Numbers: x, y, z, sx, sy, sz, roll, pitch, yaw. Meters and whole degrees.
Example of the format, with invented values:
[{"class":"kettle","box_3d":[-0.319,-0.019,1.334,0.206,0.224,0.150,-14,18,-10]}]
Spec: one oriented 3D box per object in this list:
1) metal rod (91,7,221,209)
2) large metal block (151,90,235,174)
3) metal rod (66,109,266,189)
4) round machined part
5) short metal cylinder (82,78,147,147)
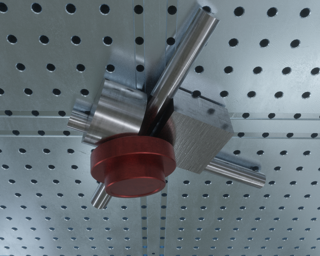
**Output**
[{"class":"metal rod","box_3d":[-0.019,-0.004,0.383,0.025,0.025,0.298,22,119,-18]},{"class":"large metal block","box_3d":[0.034,0.005,0.396,0.080,0.050,0.079,20,127,-17]},{"class":"metal rod","box_3d":[0.020,0.035,0.441,0.302,0.025,0.025,19,127,-16]},{"class":"round machined part","box_3d":[-0.030,0.050,0.357,0.099,0.042,0.098,-6,151,-3]},{"class":"short metal cylinder","box_3d":[-0.054,-0.013,0.363,0.050,0.080,0.079,20,127,-16]}]
